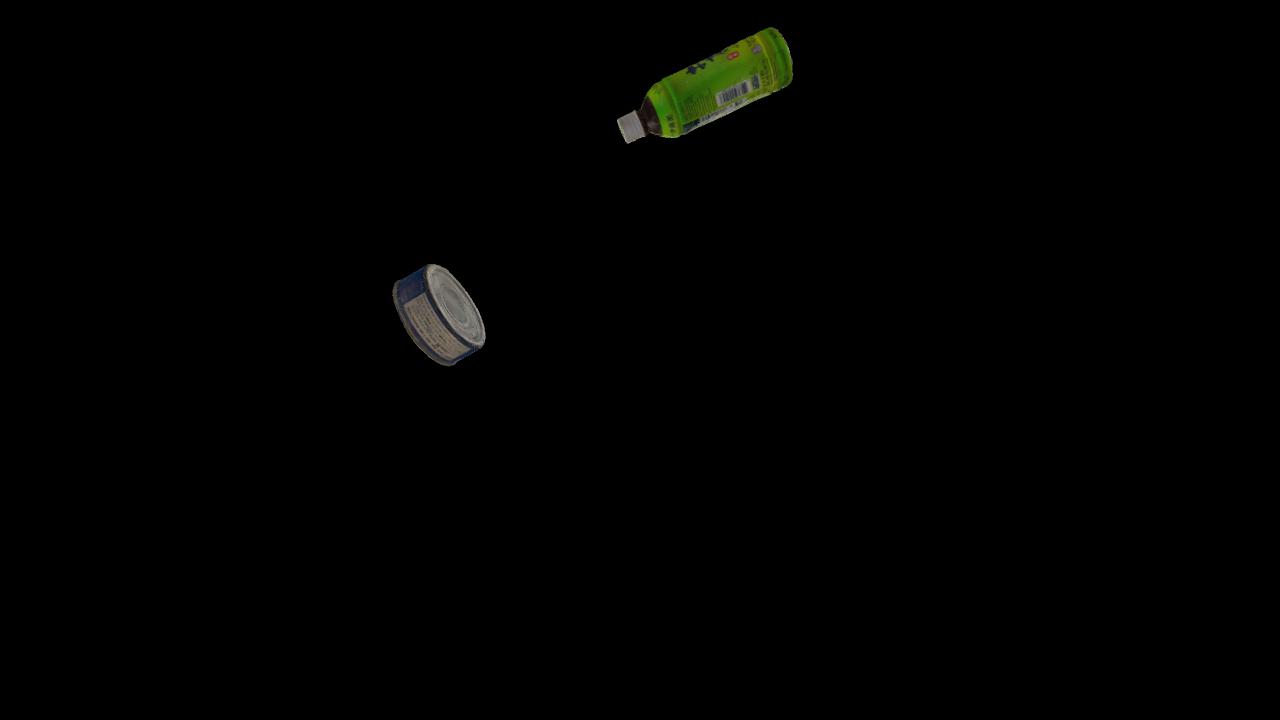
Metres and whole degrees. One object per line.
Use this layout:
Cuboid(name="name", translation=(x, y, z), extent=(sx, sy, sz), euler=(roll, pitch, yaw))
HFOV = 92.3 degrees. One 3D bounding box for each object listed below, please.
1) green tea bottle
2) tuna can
Cuboid(name="green tea bottle", translation=(0.074, -0.318, 0.734), extent=(0.212, 0.073, 0.073), euler=(-25, 0, 1))
Cuboid(name="tuna can", translation=(-0.168, -0.039, 0.525), extent=(0.034, 0.084, 0.084), euler=(-29, -4, 8))
